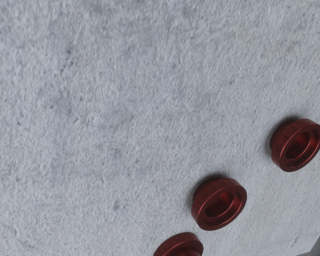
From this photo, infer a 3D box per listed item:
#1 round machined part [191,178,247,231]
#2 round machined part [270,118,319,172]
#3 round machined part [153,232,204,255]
[{"bbox_3d":[0.095,0.124,0.527,0.099,0.042,0.097,-14,125,-21],"label":"round machined part"},{"bbox_3d":[0.233,0.026,0.543,0.099,0.042,0.097,-14,125,-21],"label":"round machined part"},{"bbox_3d":[0.039,0.244,0.570,0.099,0.042,0.097,-14,125,-21],"label":"round machined part"}]
